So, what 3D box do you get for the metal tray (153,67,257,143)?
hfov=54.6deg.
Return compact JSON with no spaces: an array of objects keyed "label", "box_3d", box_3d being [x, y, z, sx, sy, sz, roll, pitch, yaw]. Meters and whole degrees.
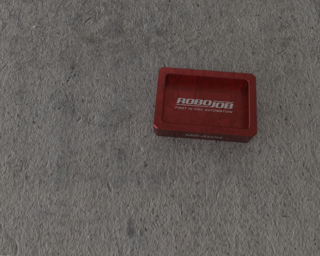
[{"label":"metal tray","box_3d":[0.060,-0.031,0.417,0.131,0.030,0.090,5,70,1]}]
